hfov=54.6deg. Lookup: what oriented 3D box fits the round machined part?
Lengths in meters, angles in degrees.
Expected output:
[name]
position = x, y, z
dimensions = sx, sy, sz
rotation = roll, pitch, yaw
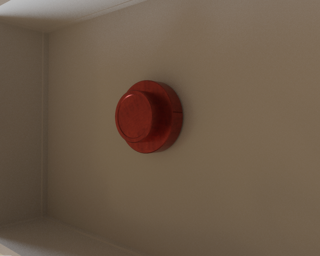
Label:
[round machined part]
position = -0.021, -0.015, 0.411
dimensions = 0.098, 0.042, 0.097
rotation = 0, 90, 40
